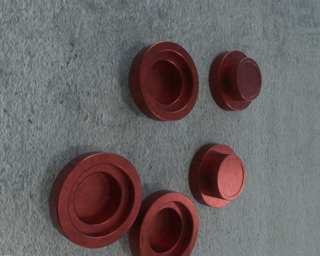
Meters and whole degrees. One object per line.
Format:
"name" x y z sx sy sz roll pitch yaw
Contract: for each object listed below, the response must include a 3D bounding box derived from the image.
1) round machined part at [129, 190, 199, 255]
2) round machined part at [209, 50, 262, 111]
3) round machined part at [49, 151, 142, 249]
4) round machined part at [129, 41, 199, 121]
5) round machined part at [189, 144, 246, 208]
"round machined part" 0.000 0.127 0.394 0.099 0.042 0.097 0 90 -40
"round machined part" 0.128 -0.077 0.500 0.099 0.042 0.097 0 90 -40
"round machined part" -0.071 0.074 0.334 0.099 0.042 0.097 0 90 -40
"round machined part" 0.001 -0.057 0.394 0.099 0.042 0.097 0 90 -40
"round machined part" 0.093 0.073 0.472 0.099 0.042 0.097 0 90 -40
